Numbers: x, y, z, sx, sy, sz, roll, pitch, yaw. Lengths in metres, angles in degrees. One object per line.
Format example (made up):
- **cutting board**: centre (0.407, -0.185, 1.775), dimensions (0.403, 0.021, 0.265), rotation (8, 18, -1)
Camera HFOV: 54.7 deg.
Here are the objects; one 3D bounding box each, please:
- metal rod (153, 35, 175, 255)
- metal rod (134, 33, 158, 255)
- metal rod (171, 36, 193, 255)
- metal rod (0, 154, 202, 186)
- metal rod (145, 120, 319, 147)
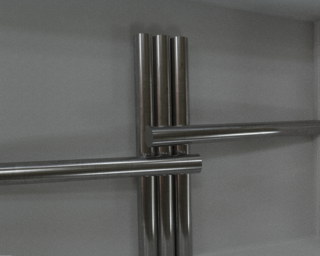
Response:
- **metal rod**: centre (0.004, 0.029, 0.412), dimensions (0.025, 0.025, 0.298), rotation (-2, 91, -20)
- **metal rod**: centre (-0.019, 0.030, 0.403), dimensions (0.025, 0.025, 0.298), rotation (-2, 91, -20)
- **metal rod**: centre (0.029, 0.028, 0.421), dimensions (0.025, 0.025, 0.298), rotation (-2, 91, -20)
- **metal rod**: centre (-0.097, 0.049, 0.357), dimensions (0.302, 0.025, 0.025), rotation (-1, 91, -15)
- **metal rod**: centre (0.122, 0.005, 0.437), dimensions (0.303, 0.025, 0.025), rotation (-2, 91, -27)
